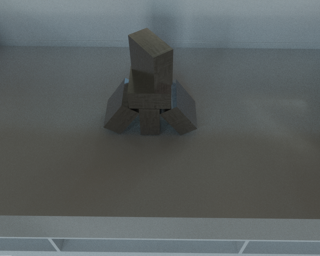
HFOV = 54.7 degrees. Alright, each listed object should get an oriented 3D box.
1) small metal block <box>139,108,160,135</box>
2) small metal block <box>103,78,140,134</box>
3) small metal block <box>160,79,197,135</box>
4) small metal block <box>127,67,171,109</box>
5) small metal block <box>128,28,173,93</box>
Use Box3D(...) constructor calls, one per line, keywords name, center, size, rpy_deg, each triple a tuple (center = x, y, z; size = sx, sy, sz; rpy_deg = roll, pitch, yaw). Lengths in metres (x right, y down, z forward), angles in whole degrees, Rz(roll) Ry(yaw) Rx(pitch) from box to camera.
Box3D(name="small metal block", center=(-0.013, -0.026, 0.408), size=(0.025, 0.050, 0.050), rpy_deg=(1, 50, 1))
Box3D(name="small metal block", center=(-0.049, -0.028, 0.406), size=(0.025, 0.050, 0.050), rpy_deg=(24, 45, -25))
Box3D(name="small metal block", center=(0.024, -0.027, 0.406), size=(0.025, 0.050, 0.050), rpy_deg=(-23, 44, 26))
Box3D(name="small metal block", center=(-0.012, -0.050, 0.379), size=(0.050, 0.025, 0.050), rpy_deg=(1, 50, 0))
Box3D(name="small metal block", center=(-0.010, -0.077, 0.353), size=(0.025, 0.050, 0.050), rpy_deg=(-29, 56, -21))
